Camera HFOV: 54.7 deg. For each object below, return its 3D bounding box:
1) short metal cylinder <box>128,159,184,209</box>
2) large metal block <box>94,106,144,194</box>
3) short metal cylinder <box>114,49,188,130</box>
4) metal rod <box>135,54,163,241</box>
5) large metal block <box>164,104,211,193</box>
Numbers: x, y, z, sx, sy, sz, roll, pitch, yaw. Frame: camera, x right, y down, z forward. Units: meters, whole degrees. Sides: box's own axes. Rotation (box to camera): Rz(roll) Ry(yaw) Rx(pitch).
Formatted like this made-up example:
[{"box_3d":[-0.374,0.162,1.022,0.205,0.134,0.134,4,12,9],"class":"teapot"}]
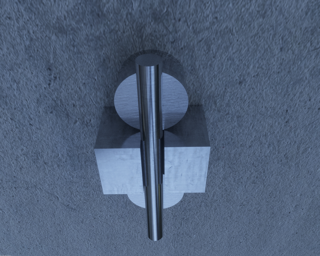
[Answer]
[{"box_3d":[-0.006,0.075,0.457,0.081,0.050,0.079,0,130,0],"class":"short metal cylinder"},{"box_3d":[-0.046,0.027,0.395,0.050,0.080,0.079,-1,130,0],"class":"large metal block"},{"box_3d":[-0.009,-0.043,0.356,0.081,0.050,0.079,0,130,0],"class":"short metal cylinder"},{"box_3d":[-0.009,0.050,0.385,0.025,0.025,0.298,-1,130,0],"class":"metal rod"},{"box_3d":[0.031,0.025,0.394,0.050,0.080,0.079,-1,130,0],"class":"large metal block"}]
